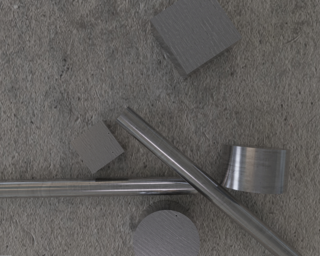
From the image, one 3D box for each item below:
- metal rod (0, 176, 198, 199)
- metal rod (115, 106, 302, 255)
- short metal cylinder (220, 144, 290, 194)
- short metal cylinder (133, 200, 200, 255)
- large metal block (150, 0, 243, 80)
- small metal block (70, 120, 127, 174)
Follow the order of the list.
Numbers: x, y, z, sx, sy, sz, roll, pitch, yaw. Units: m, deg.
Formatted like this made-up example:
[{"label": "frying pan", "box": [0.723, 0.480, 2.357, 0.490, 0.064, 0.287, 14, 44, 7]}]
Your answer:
[{"label": "metal rod", "box": [-0.102, 0.078, 0.409, 0.302, 0.025, 0.025, -1, 90, 0]}, {"label": "metal rod", "box": [0.067, 0.080, 0.390, 0.300, 0.025, 0.025, 41, 90, -8]}, {"label": "short metal cylinder", "box": [0.117, 0.048, 0.384, 0.080, 0.080, 0.050, 4, 90, 0]}, {"label": "short metal cylinder", "box": [0.008, 0.138, 0.398, 0.081, 0.050, 0.080, 0, 90, 0]}, {"label": "large metal block", "box": [0.044, -0.120, 0.398, 0.080, 0.050, 0.080, -34, 90, 0]}, {"label": "small metal block", "box": [-0.080, 0.024, 0.409, 0.050, 0.025, 0.050, -36, 90, 0]}]
